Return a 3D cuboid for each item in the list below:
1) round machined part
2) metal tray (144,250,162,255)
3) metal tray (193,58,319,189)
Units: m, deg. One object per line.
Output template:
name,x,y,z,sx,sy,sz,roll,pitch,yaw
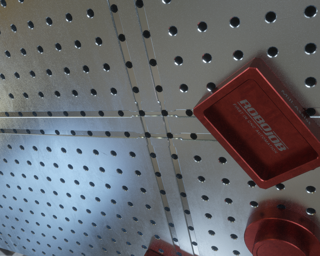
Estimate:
round machined part,0.162,0.158,0.412,0.098,0.042,0.097,13,124,20
metal tray,0.023,0.289,0.573,0.130,0.030,0.089,21,126,15
metal tray,0.113,0.000,0.347,0.130,0.030,0.090,48,129,-6
